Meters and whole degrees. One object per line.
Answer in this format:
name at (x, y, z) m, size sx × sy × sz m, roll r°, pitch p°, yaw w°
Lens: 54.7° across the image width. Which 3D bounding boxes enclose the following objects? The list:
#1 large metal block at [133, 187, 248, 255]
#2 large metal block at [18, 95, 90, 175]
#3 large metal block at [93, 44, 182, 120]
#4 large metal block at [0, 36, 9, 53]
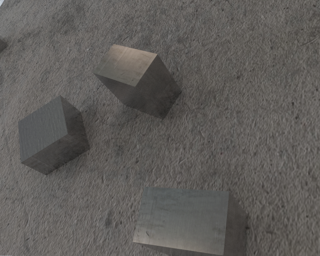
large metal block at (0.033, 0.094, 0.293) m, size 0.080 × 0.080 × 0.050 m, roll -2°, pitch 61°, yaw 27°
large metal block at (-0.161, 0.011, 0.465) m, size 0.080 × 0.050 × 0.080 m, roll -31°, pitch 52°, yaw 8°
large metal block at (-0.029, -0.062, 0.422) m, size 0.080 × 0.080 × 0.050 m, roll 23°, pitch 74°, yaw 36°
large metal block at (-0.415, -0.198, 0.708) m, size 0.080 × 0.080 × 0.050 m, roll -44°, pitch 51°, yaw -2°
